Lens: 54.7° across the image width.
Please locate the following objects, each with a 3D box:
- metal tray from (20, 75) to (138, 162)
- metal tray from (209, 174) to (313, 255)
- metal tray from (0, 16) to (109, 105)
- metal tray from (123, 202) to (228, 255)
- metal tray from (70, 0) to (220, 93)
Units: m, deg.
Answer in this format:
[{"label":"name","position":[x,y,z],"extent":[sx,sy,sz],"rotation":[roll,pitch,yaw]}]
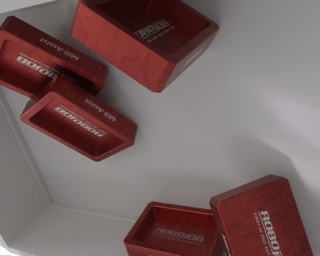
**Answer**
[{"label":"metal tray","position":[-0.108,-0.006,0.422],"extent":[0.090,0.030,0.130],"rotation":[-27,131,37]},{"label":"metal tray","position":[0.122,0.130,0.362],"extent":[0.030,0.091,0.129],"rotation":[164,88,-79]},{"label":"metal tray","position":[-0.145,-0.072,0.399],"extent":[0.131,0.030,0.090],"rotation":[26,136,-24]},{"label":"metal tray","position":[0.025,0.155,0.448],"extent":[0.130,0.090,0.030],"rotation":[1,119,27]},{"label":"metal tray","position":[-0.006,-0.091,0.287],"extent":[0.090,0.131,0.030],"rotation":[35,129,5]}]
